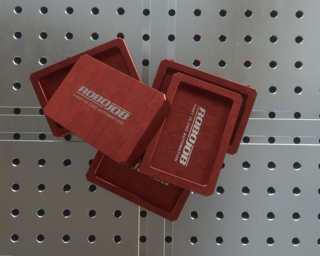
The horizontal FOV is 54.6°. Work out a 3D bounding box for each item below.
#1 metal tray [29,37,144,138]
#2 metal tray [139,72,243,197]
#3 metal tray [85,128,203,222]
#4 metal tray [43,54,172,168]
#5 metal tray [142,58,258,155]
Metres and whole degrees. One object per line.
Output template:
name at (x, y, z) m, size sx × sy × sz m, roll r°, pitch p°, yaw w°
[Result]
metal tray at (-0.091, -0.052, 0.410) m, size 0.130 × 0.030 × 0.090 m, roll -22°, pitch 90°, yaw 0°
metal tray at (0.038, 0.008, 0.380) m, size 0.090 × 0.030 × 0.130 m, roll 20°, pitch 78°, yaw 0°
metal tray at (-0.019, 0.054, 0.411) m, size 0.130 × 0.030 × 0.090 m, roll 26°, pitch 90°, yaw 0°
metal tray at (-0.064, -0.023, 0.370) m, size 0.130 × 0.030 × 0.090 m, roll 29°, pitch 82°, yaw 22°
metal tray at (0.050, -0.027, 0.410) m, size 0.131 × 0.030 × 0.090 m, roll 19°, pitch 90°, yaw 1°
